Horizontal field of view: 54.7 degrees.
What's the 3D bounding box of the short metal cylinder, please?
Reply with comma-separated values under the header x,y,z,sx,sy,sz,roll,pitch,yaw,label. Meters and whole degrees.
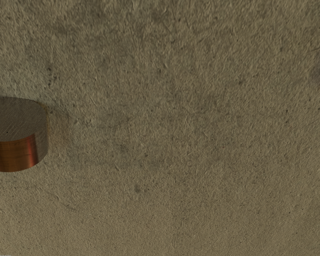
x,y,z,sx,sy,sz,roll,pitch,yaw,label
-0.179,0.007,0.375,0.081,0.080,0.050,7,130,-6,short metal cylinder
